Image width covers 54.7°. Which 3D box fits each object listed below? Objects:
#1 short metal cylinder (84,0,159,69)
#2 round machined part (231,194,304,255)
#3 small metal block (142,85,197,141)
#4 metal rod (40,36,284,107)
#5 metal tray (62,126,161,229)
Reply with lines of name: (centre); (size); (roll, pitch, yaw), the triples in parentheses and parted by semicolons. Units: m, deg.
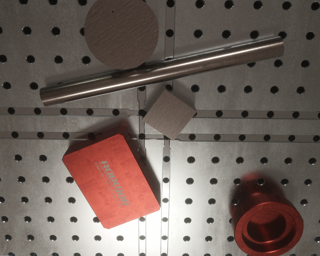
short metal cylinder: (-0.042, -0.112, 0.358); (0.081, 0.050, 0.079); (0, 110, -1)
round machined part: (0.154, 0.139, 0.458); (0.099, 0.042, 0.097); (0, 110, -1)
small metal block: (0.012, -0.020, 0.406); (0.050, 0.025, 0.050); (34, 106, -12)
metal rod: (0.000, -0.070, 0.387); (0.302, 0.025, 0.025); (-12, 110, 3)
metal tray: (-0.064, 0.072, 0.436); (0.090, 0.030, 0.129); (-23, 109, 7)
